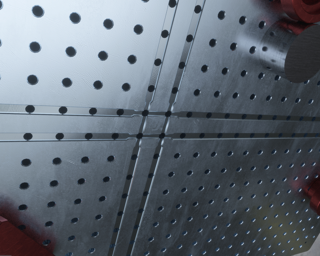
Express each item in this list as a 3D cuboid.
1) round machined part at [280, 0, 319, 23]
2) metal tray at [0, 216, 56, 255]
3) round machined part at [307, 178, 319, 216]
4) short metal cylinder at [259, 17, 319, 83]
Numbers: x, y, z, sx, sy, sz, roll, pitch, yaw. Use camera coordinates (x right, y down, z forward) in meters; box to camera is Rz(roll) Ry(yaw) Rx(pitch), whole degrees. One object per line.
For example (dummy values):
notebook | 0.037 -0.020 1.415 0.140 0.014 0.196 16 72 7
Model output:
round machined part | 0.189 -0.186 0.390 0.099 0.042 0.097 -14 123 -21
metal tray | -0.191 0.180 0.388 0.090 0.030 0.130 -55 136 -30
round machined part | 0.377 0.148 0.702 0.099 0.042 0.097 -14 125 -21
short metal cylinder | 0.187 -0.109 0.432 0.081 0.050 0.079 -14 125 -21
